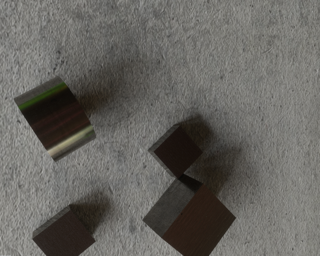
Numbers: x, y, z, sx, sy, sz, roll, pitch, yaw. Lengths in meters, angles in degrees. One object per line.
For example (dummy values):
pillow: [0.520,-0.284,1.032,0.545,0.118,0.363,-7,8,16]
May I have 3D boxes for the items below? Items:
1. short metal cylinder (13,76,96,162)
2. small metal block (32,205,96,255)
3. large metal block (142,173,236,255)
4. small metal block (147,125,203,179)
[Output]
short metal cylinder: [-0.113,-0.010,0.338,0.050,0.080,0.080,-33,101,-17]
small metal block: [-0.114,0.129,0.368,0.050,0.025,0.050,-37,102,-17]
large metal block: [0.039,0.119,0.403,0.080,0.050,0.080,-50,118,-13]
small metal block: [0.021,0.032,0.418,0.050,0.025,0.050,-44,104,-15]
